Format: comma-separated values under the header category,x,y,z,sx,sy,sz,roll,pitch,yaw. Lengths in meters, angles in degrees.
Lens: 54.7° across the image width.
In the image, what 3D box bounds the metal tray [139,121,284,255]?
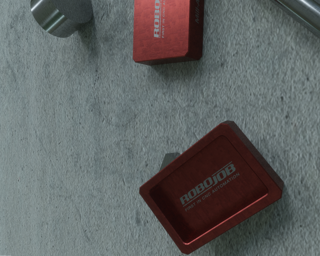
category,x,y,z,sx,sy,sz,roll,pitch,yaw
metal tray,0.051,0.065,0.333,0.130,0.030,0.090,-41,79,23

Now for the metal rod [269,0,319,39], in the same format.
category,x,y,z,sx,sy,sz,roll,pitch,yaw
metal rod,0.139,-0.109,0.289,0.025,0.025,0.300,-52,60,27

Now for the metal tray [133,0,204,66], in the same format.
category,x,y,z,sx,sy,sz,roll,pitch,yaw
metal tray,0.010,-0.149,0.392,0.090,0.030,0.129,3,92,39

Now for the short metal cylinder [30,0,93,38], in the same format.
category,x,y,z,sx,sy,sz,roll,pitch,yaw
short metal cylinder,-0.156,-0.193,0.495,0.050,0.081,0.080,-21,77,38

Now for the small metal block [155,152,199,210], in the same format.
category,x,y,z,sx,sy,sz,roll,pitch,yaw
small metal block,0.025,0.064,0.383,0.050,0.025,0.050,31,109,35
